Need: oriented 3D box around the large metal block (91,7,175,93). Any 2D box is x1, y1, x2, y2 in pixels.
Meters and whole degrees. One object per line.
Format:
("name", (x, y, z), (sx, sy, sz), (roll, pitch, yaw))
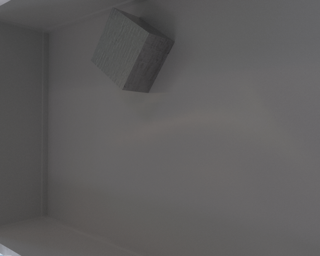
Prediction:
("large metal block", (-0.040, -0.105, 0.424), (0.080, 0.050, 0.080), (44, 116, 31))
